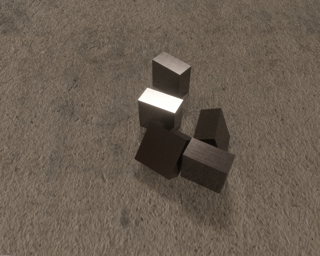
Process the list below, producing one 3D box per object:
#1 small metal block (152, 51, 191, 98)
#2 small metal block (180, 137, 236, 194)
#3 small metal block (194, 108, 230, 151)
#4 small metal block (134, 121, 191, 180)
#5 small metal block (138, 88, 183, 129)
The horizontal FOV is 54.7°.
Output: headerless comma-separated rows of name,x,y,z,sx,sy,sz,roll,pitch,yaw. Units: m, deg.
small metal block,0.016,-0.075,0.450,0.050,0.050,0.025,34,58,25
small metal block,0.052,0.043,0.350,0.050,0.050,0.025,23,57,16
small metal block,0.064,0.012,0.373,0.025,0.050,0.050,-4,44,26
small metal block,0.005,0.025,0.363,0.050,0.050,0.025,28,12,24
small metal block,0.001,-0.019,0.403,0.050,0.050,0.025,21,53,16
